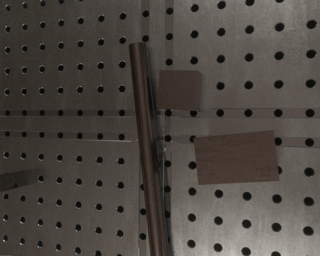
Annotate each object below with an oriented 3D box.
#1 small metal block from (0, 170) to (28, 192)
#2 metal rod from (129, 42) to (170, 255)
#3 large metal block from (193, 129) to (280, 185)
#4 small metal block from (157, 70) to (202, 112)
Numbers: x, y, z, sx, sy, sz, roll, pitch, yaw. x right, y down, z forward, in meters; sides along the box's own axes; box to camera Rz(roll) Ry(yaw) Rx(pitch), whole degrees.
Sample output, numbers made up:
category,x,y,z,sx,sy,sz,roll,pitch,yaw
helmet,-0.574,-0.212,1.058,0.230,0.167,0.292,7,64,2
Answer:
category,x,y,z,sx,sy,sz,roll,pitch,yaw
small metal block,-0.247,0.087,0.484,0.050,0.050,0.025,-17,85,19
metal rod,-0.014,0.035,0.416,0.025,0.025,0.298,-7,88,19
large metal block,0.089,0.031,0.352,0.080,0.080,0.050,-7,88,19
small metal block,0.026,-0.048,0.403,0.050,0.025,0.050,4,92,19
